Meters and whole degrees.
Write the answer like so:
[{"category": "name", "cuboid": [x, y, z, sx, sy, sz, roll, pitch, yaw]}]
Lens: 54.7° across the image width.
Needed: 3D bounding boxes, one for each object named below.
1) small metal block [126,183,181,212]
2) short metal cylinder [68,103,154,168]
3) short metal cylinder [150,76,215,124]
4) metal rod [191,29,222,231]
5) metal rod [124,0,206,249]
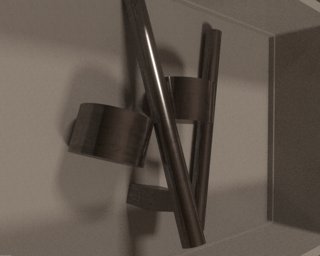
[{"category": "small metal block", "cuboid": [-0.006, 0.087, 0.388, 0.050, 0.050, 0.025, 15, 81, -39]}, {"category": "short metal cylinder", "cuboid": [-0.051, 0.010, 0.330, 0.080, 0.080, 0.050, 20, 77, -39]}, {"category": "short metal cylinder", "cuboid": [0.029, -0.033, 0.397, 0.081, 0.080, 0.050, 6, 86, -40]}, {"category": "metal rod", "cuboid": [0.067, 0.000, 0.465, 0.025, 0.025, 0.298, 10, 84, -40]}, {"category": "metal rod", "cuboid": [0.001, -0.021, 0.350, 0.025, 0.025, 0.299, -3, 74, -40]}]
